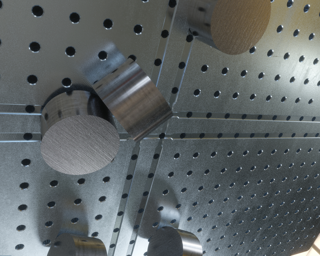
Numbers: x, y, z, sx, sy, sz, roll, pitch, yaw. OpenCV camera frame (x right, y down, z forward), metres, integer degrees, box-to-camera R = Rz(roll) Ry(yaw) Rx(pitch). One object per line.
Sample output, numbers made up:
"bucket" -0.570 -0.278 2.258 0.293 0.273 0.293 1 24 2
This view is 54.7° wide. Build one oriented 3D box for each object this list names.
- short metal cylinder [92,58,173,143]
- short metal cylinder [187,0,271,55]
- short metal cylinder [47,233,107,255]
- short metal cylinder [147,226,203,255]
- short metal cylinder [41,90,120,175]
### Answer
"short metal cylinder" -0.030 -0.030 0.342 0.050 0.080 0.080 -38 130 -4
"short metal cylinder" 0.079 -0.131 0.359 0.081 0.050 0.079 -14 124 -21
"short metal cylinder" -0.118 0.191 0.431 0.050 0.080 0.080 28 103 -38
"short metal cylinder" 0.024 0.211 0.522 0.050 0.080 0.080 30 102 -38
"short metal cylinder" -0.089 0.005 0.343 0.081 0.050 0.079 -11 128 -14
